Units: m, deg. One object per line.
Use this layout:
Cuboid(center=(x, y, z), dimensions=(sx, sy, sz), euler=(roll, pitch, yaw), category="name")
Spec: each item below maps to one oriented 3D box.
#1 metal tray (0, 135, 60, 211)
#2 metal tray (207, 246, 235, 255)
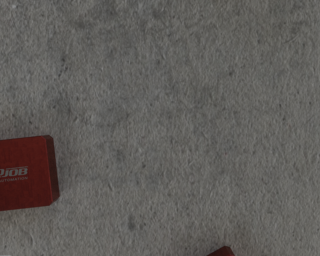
Cuboid(center=(-0.205, 0.061, 0.405), dimensions=(0.131, 0.030, 0.089), euler=(-6, 90, -1), category="metal tray")
Cuboid(center=(0.057, 0.228, 0.408), dimensions=(0.130, 0.030, 0.090), euler=(-29, 90, -1), category="metal tray")
